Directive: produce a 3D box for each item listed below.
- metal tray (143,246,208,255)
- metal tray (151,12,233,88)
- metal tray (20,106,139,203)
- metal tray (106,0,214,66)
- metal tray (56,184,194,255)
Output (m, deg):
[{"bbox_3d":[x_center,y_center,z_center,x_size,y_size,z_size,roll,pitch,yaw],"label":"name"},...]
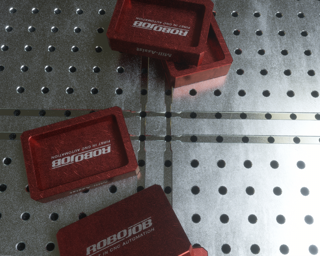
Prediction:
[{"bbox_3d":[0.012,0.201,0.336,0.091,0.030,0.129,-4,70,-2],"label":"metal tray"},{"bbox_3d":[0.041,-0.131,0.457,0.091,0.030,0.130,-15,71,-6],"label":"metal tray"},{"bbox_3d":[-0.101,0.033,0.395,0.131,0.030,0.090,-16,71,-6],"label":"metal tray"},{"bbox_3d":[0.002,-0.142,0.428,0.131,0.030,0.090,12,70,4],"label":"metal tray"},{"bbox_3d":[-0.040,0.129,0.343,0.131,0.030,0.090,-24,48,-9],"label":"metal tray"}]
